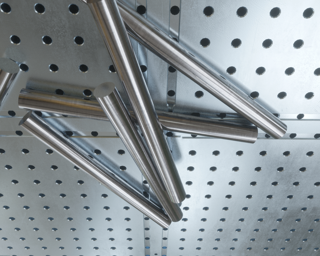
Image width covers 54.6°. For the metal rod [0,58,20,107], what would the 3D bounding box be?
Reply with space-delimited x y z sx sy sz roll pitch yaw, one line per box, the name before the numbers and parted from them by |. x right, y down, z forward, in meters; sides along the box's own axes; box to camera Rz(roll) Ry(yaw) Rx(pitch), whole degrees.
metal rod | -0.261 0.021 0.426 0.025 0.025 0.299 30 124 -23

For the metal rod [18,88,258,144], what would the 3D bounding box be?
metal rod | -0.021 -0.014 0.399 0.302 0.025 0.025 9 130 -8

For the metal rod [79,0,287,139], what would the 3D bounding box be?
metal rod | 0.041 -0.066 0.355 0.301 0.025 0.025 31 124 -24

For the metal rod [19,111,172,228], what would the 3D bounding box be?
metal rod | -0.081 0.077 0.475 0.025 0.025 0.300 -31 124 23

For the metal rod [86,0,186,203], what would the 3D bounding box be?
metal rod | -0.013 -0.007 0.370 0.025 0.025 0.299 -12 129 10

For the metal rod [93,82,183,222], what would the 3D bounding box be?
metal rod | -0.016 0.056 0.437 0.025 0.025 0.299 -13 136 11
